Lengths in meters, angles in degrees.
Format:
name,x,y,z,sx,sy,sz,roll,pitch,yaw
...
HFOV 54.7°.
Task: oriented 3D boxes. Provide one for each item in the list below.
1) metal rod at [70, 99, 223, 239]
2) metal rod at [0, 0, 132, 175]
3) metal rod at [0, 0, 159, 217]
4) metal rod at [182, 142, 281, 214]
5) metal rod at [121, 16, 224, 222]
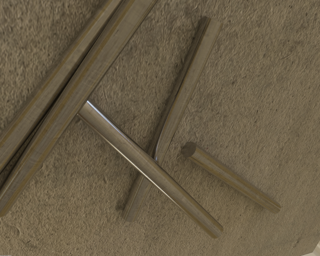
name,x,y,z,sx,sy,sz,roll,pitch,yaw
metal rod,-0.002,0.065,0.411,0.025,0.025,0.300,-43,119,1
metal rod,-0.127,-0.023,0.322,0.025,0.025,0.299,35,99,-39
metal rod,-0.099,-0.016,0.318,0.025,0.025,0.299,26,111,-37
metal rod,0.139,0.097,0.542,0.301,0.025,0.025,34,99,-39
metal rod,0.009,0.003,0.412,0.025,0.025,0.298,10,114,-33
